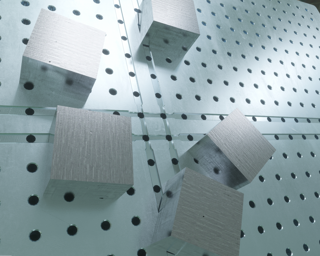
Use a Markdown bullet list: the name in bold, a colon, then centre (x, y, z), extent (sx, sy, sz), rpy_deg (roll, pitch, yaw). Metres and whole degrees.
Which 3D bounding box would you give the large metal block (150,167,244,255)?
- **large metal block**: centre (0.045, 0.103, 0.355), extent (0.080, 0.050, 0.080), rpy_deg (26, 52, -13)

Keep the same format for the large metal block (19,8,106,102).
- **large metal block**: centre (-0.118, -0.089, 0.383), extent (0.081, 0.050, 0.080), rpy_deg (16, 55, -20)

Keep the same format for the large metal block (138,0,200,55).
- **large metal block**: centre (0.013, -0.175, 0.508), extent (0.081, 0.050, 0.080), rpy_deg (9, 58, -24)

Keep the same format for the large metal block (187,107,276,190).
- **large metal block**: centre (0.100, 0.031, 0.429), extent (0.080, 0.050, 0.081), rpy_deg (49, 51, 6)

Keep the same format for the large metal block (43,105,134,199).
- **large metal block**: centre (-0.076, 0.028, 0.334), extent (0.081, 0.050, 0.080), rpy_deg (9, 58, -24)
